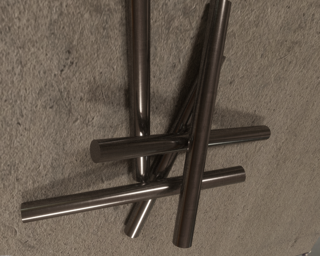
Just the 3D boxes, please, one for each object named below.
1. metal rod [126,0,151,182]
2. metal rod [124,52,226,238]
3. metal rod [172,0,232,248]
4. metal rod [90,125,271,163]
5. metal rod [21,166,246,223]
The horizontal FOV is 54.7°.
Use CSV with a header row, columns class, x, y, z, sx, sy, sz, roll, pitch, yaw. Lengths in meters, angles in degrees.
class,x,y,z,sx,sy,sz,roll,pitch,yaw
metal rod,-0.024,-0.059,0.358,0.025,0.025,0.298,-13,124,-22
metal rod,0.014,0.034,0.437,0.025,0.025,0.298,11,113,-34
metal rod,0.049,0.001,0.377,0.025,0.025,0.298,4,98,-31
metal rod,0.051,0.016,0.416,0.303,0.025,0.025,-4,121,-38
metal rod,-0.024,0.086,0.421,0.302,0.025,0.025,-7,122,-15
